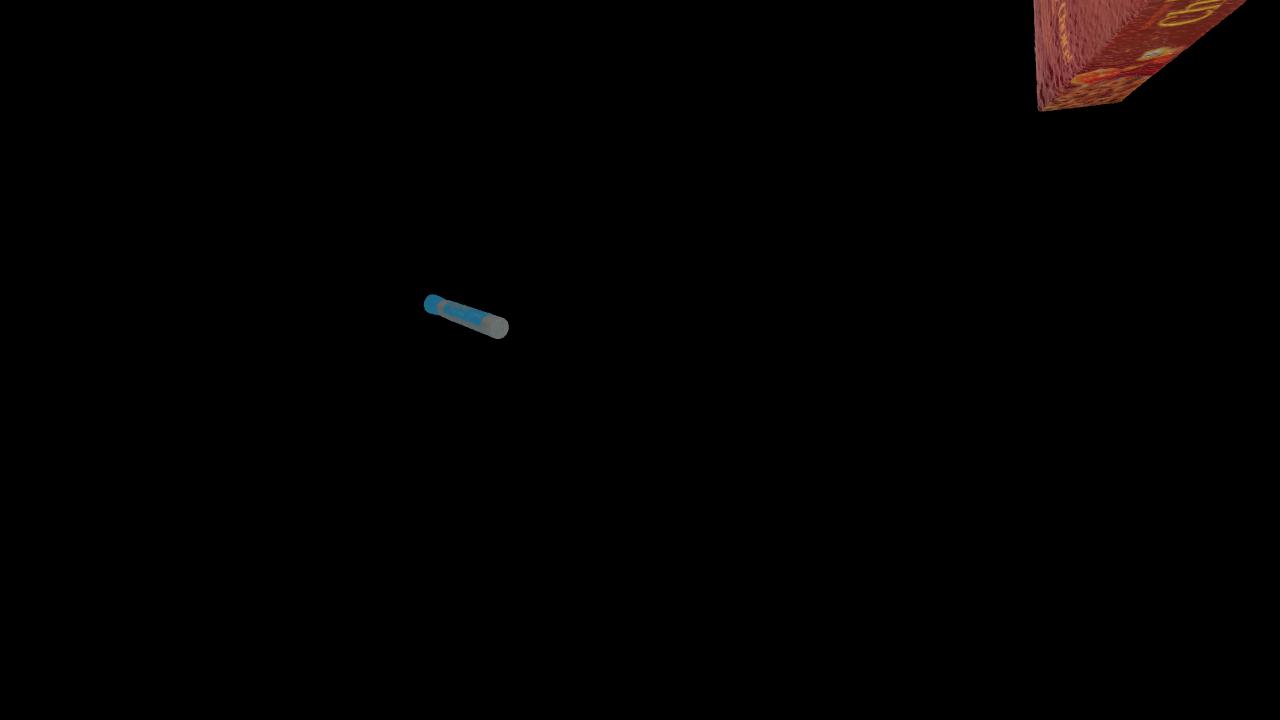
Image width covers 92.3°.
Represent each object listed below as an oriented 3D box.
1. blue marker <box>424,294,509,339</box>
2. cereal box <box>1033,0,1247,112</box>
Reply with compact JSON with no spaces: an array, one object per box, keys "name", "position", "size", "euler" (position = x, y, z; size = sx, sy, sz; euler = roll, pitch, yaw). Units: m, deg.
[{"name":"blue marker","position":[-0.160,-0.041,0.553],"size":[0.121,0.020,0.020],"euler":[19,13,41]},{"name":"cereal box","position":[0.364,-0.330,0.421],"size":[0.081,0.203,0.306],"euler":[-2,-1,14]}]
